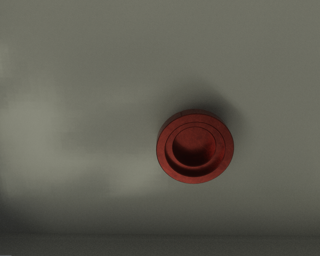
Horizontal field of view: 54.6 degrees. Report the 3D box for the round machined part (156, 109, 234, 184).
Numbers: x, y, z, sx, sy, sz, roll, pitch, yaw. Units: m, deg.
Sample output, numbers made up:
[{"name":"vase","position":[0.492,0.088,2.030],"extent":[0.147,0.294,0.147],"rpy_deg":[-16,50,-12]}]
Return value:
[{"name":"round machined part","position":[0.044,0.021,0.410],"extent":[0.099,0.042,0.097],"rpy_deg":[0,110,0]}]
